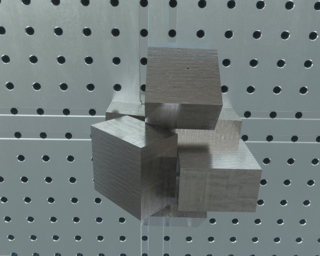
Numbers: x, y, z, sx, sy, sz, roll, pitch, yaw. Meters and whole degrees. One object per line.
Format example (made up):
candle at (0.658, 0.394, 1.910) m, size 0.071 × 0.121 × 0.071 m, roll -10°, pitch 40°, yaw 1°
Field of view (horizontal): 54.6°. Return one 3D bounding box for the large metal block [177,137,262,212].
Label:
large metal block at (0.059, 0.049, 0.349) m, size 0.080 × 0.080 × 0.050 m, roll 1°, pitch 110°, yaw -1°

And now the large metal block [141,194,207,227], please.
large metal block at (0.016, 0.100, 0.415) m, size 0.080 × 0.050 × 0.080 m, roll 2°, pitch 155°, yaw -1°

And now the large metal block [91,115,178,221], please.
large metal block at (-0.029, 0.039, 0.336) m, size 0.080 × 0.050 × 0.079 m, roll 20°, pitch 118°, yaw 41°

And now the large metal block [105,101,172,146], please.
large metal block at (-0.029, 0.014, 0.405) m, size 0.080 × 0.050 × 0.079 m, roll 6°, pitch 110°, yaw -3°

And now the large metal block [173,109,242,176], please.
large metal block at (0.056, 0.018, 0.407) m, size 0.080 × 0.050 × 0.079 m, roll 3°, pitch 110°, yaw -1°

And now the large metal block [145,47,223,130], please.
large metal block at (0.025, -0.046, 0.360) m, size 0.080 × 0.080 × 0.050 m, roll 2°, pitch 148°, yaw -1°
